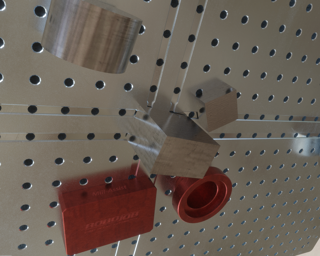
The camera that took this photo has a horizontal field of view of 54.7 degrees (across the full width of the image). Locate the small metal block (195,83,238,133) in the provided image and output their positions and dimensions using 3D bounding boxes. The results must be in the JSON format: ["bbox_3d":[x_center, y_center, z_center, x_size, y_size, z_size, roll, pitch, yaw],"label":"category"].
[{"bbox_3d":[0.081,-0.029,0.437,0.050,0.025,0.050,-24,127,-14],"label":"small metal block"}]

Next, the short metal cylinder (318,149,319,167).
[{"bbox_3d":[0.355,0.053,0.602,0.081,0.080,0.050,-23,127,-15],"label":"short metal cylinder"}]

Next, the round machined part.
[{"bbox_3d":[0.063,0.101,0.497,0.099,0.042,0.097,-14,124,-21],"label":"round machined part"}]

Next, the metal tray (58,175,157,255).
[{"bbox_3d":[-0.073,0.124,0.445,0.131,0.030,0.089,-9,122,-24],"label":"metal tray"}]

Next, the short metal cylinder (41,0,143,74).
[{"bbox_3d":[-0.062,-0.089,0.286,0.081,0.080,0.050,9,114,-32],"label":"short metal cylinder"}]

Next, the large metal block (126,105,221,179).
[{"bbox_3d":[0.014,0.017,0.394,0.081,0.080,0.050,11,113,-33],"label":"large metal block"}]
